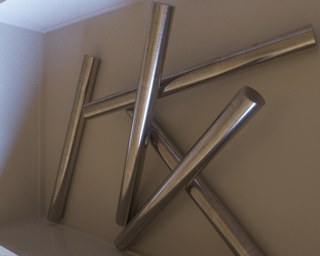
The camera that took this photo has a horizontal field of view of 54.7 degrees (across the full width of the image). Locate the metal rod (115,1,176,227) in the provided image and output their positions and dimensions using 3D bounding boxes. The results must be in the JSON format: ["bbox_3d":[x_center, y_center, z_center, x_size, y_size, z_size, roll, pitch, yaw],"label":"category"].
[{"bbox_3d":[-0.024,0.003,0.383,0.025,0.025,0.298,32,123,35],"label":"metal rod"}]

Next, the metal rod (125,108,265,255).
[{"bbox_3d":[0.036,0.062,0.375,0.300,0.025,0.025,51,120,27],"label":"metal rod"}]

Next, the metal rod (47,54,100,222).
[{"bbox_3d":[-0.150,0.025,0.527,0.025,0.025,0.298,27,107,36],"label":"metal rod"}]

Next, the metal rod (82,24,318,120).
[{"bbox_3d":[0.021,-0.054,0.367,0.300,0.025,0.025,-14,81,32],"label":"metal rod"}]

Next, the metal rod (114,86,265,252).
[{"bbox_3d":[0.014,0.070,0.361,0.025,0.025,0.298,55,131,25],"label":"metal rod"}]
